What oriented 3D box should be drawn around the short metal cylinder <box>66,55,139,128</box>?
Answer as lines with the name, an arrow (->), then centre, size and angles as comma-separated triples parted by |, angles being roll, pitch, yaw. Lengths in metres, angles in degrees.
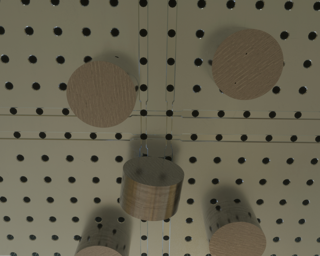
short metal cylinder -> -0.068, -0.046, 0.382 | 0.081, 0.050, 0.079 | 0, 110, 0

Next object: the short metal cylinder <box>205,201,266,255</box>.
short metal cylinder -> 0.109, 0.156, 0.459 | 0.081, 0.050, 0.079 | 0, 110, 0

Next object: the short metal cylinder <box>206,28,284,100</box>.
short metal cylinder -> 0.099, -0.079, 0.372 | 0.081, 0.050, 0.079 | 0, 110, 0

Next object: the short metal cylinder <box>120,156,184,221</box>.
short metal cylinder -> -0.011, 0.078, 0.413 | 0.081, 0.080, 0.050 | 7, 110, -3

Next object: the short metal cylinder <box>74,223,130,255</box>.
short metal cylinder -> -0.087, 0.194, 0.471 | 0.081, 0.050, 0.079 | 0, 110, 0
